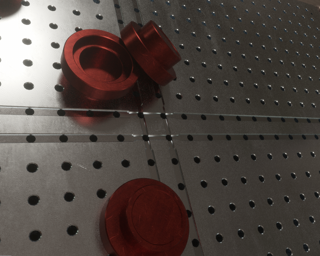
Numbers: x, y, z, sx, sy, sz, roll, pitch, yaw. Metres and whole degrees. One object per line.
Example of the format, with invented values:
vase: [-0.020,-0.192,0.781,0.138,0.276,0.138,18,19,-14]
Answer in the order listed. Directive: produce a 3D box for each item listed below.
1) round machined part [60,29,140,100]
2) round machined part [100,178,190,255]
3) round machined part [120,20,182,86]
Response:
round machined part: [-0.079,-0.077,0.403,0.099,0.042,0.098,14,56,-21]
round machined part: [-0.011,0.100,0.332,0.099,0.042,0.098,14,56,-21]
round machined part: [-0.007,-0.110,0.431,0.098,0.042,0.098,48,17,-20]
